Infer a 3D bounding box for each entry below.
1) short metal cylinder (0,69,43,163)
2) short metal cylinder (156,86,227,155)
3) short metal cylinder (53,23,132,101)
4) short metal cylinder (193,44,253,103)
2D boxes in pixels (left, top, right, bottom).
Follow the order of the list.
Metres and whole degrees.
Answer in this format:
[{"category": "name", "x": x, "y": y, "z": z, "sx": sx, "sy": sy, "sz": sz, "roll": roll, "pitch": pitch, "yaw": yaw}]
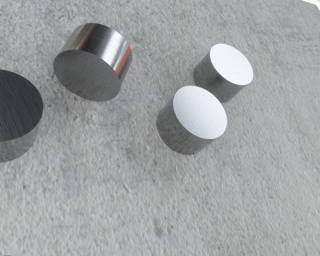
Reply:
[{"category": "short metal cylinder", "x": -0.162, "y": -0.011, "z": 0.308, "sx": 0.081, "sy": 0.050, "sz": 0.080, "roll": 14, "pitch": 56, "yaw": -21}, {"category": "short metal cylinder", "x": 0.042, "y": -0.010, "z": 0.418, "sx": 0.081, "sy": 0.050, "sz": 0.080, "roll": 14, "pitch": 56, "yaw": -21}, {"category": "short metal cylinder", "x": -0.079, "y": -0.078, "z": 0.374, "sx": 0.080, "sy": 0.080, "sz": 0.050, "roll": 26, "pitch": 53, "yaw": -13}, {"category": "short metal cylinder", "x": 0.101, "y": -0.088, "z": 0.498, "sx": 0.081, "sy": 0.050, "sz": 0.080, "roll": 14, "pitch": 56, "yaw": -21}]
